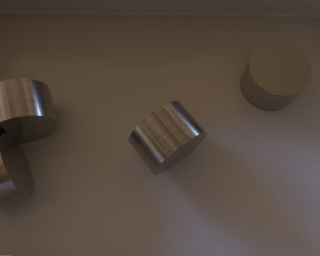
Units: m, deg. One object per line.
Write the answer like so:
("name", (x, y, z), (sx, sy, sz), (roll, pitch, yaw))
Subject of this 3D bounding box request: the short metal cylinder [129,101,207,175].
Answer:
("short metal cylinder", (0.009, 0.013, 0.376), (0.080, 0.080, 0.050), (-36, 74, -12))

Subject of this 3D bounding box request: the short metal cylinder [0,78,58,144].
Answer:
("short metal cylinder", (-0.174, -0.019, 0.386), (0.080, 0.080, 0.050), (-17, 71, -6))

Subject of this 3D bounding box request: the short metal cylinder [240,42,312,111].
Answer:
("short metal cylinder", (0.155, -0.069, 0.423), (0.081, 0.050, 0.080), (0, 70, 0))

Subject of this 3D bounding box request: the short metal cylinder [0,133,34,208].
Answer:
("short metal cylinder", (-0.190, 0.052, 0.360), (0.050, 0.080, 0.080), (-22, 72, -8))
